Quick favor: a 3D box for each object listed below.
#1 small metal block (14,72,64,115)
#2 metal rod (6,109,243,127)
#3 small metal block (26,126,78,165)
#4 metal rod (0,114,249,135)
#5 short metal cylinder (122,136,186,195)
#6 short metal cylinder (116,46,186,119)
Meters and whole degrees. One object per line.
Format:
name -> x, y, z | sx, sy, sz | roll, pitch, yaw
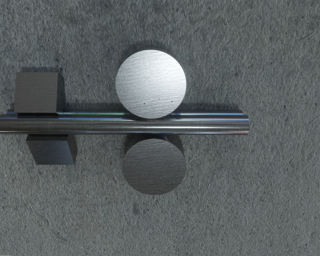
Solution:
small metal block -> -0.149, -0.041, 0.384 | 0.050, 0.025, 0.050 | 0, 83, 0
metal rod -> -0.045, -0.012, 0.406 | 0.302, 0.025, 0.025 | 0, 110, -1
small metal block -> -0.140, 0.024, 0.408 | 0.050, 0.025, 0.050 | 0, 137, -1
metal rod -> -0.044, -0.004, 0.383 | 0.302, 0.025, 0.025 | 0, 110, 0
short metal cylinder -> -0.007, 0.042, 0.413 | 0.081, 0.050, 0.079 | 0, 110, 0
short metal cylinder -> -0.010, -0.057, 0.376 | 0.081, 0.050, 0.079 | 0, 110, 0
